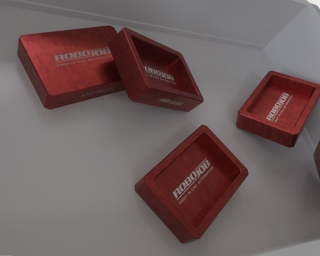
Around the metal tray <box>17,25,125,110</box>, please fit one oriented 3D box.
[{"bbox_3d":[-0.100,-0.083,0.399,0.131,0.030,0.090,-21,73,-36],"label":"metal tray"}]

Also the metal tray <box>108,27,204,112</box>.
[{"bbox_3d":[-0.001,-0.073,0.414,0.131,0.030,0.090,6,56,-53],"label":"metal tray"}]

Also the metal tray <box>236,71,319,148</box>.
[{"bbox_3d":[0.190,-0.035,0.490,0.090,0.030,0.131,25,52,26],"label":"metal tray"}]

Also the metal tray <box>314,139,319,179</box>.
[{"bbox_3d":[0.246,0.057,0.424,0.030,0.130,0.090,-10,64,14],"label":"metal tray"}]

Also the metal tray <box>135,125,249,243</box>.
[{"bbox_3d":[0.044,0.064,0.386,0.090,0.030,0.131,48,51,5],"label":"metal tray"}]
